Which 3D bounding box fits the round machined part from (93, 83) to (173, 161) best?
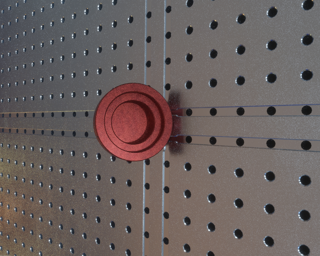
[{"bbox_3d":[-0.037,-0.007,0.402,0.042,0.099,0.097,173,95,-71],"label":"round machined part"}]
